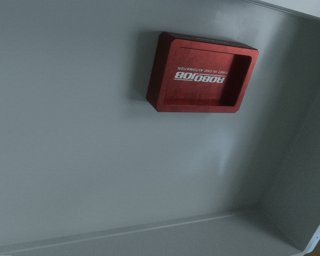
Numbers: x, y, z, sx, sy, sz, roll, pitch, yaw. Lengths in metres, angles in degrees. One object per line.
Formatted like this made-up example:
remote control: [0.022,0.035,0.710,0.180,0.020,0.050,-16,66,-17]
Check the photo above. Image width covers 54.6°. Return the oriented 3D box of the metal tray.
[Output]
metal tray: [0.054,-0.066,0.393,0.131,0.030,0.089,-1,119,-28]
